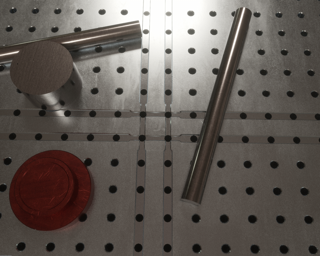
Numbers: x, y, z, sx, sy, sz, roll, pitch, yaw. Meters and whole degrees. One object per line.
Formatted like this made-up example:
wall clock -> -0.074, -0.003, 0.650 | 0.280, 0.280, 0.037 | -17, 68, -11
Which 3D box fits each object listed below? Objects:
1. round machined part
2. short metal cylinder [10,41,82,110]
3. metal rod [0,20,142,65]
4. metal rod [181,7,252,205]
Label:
round machined part -> -0.133, 0.073, 0.374 | 0.099, 0.042, 0.098 | 0, 70, -1
short metal cylinder -> -0.153, -0.070, 0.422 | 0.081, 0.050, 0.080 | 0, 70, 0
metal rod -> -0.176, -0.116, 0.452 | 0.302, 0.025, 0.025 | -13, 71, -5
metal rod -> 0.083, -0.043, 0.428 | 0.025, 0.025, 0.299 | 17, 71, 6
